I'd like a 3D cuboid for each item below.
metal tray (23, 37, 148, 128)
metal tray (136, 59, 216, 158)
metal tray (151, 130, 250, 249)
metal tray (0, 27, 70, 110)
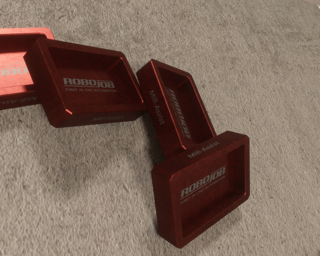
[{"bbox_3d":[-0.077,-0.050,0.358,0.131,0.030,0.090,-8,68,-54],"label":"metal tray"},{"bbox_3d":[0.026,-0.022,0.410,0.091,0.030,0.130,8,56,-49],"label":"metal tray"},{"bbox_3d":[0.053,0.065,0.357,0.131,0.030,0.089,-22,115,-36],"label":"metal tray"},{"bbox_3d":[-0.176,-0.067,0.346,0.131,0.030,0.090,-15,70,-34],"label":"metal tray"}]
